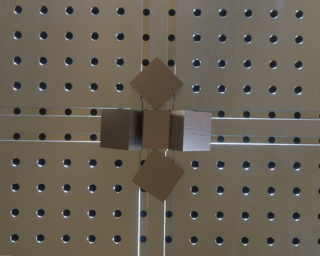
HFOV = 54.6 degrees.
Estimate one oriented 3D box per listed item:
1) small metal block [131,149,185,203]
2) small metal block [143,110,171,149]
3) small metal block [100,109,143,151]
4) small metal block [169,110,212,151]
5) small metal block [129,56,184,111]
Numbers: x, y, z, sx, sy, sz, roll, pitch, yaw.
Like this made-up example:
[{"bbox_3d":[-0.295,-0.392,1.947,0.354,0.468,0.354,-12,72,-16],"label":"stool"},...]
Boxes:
[{"bbox_3d":[-0.002,0.062,0.413,0.050,0.025,0.050,34,90,1],"label":"small metal block"},{"bbox_3d":[-0.004,0.002,0.413,0.050,0.025,0.050,1,89,0],"label":"small metal block"},{"bbox_3d":[-0.050,0.001,0.400,0.050,0.025,0.050,3,91,36],"label":"small metal block"},{"bbox_3d":[0.040,0.004,0.400,0.050,0.025,0.050,3,90,-41],"label":"small metal block"},{"bbox_3d":[-0.004,-0.058,0.413,0.050,0.025,0.050,-44,89,-1],"label":"small metal block"}]
